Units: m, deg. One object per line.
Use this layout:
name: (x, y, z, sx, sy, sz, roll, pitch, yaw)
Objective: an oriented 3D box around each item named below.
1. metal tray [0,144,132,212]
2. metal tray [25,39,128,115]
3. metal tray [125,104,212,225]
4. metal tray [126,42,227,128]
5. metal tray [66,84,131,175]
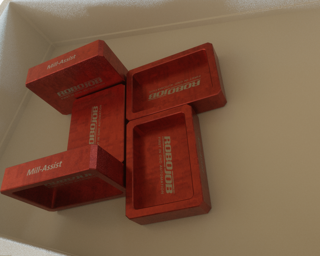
metal tray: (-0.109, 0.065, 0.376, 0.130, 0.090, 0.030, -16, 56, 19)
metal tray: (-0.118, -0.070, 0.462, 0.130, 0.090, 0.030, -17, 55, 18)
metal tray: (0.006, 0.042, 0.371, 0.090, 0.030, 0.130, -16, 55, 18)
metal tray: (0.018, -0.056, 0.424, 0.130, 0.030, 0.090, -16, 55, 18)
metal tray: (-0.083, 0.007, 0.436, 0.090, 0.030, 0.130, -16, 55, 18)
